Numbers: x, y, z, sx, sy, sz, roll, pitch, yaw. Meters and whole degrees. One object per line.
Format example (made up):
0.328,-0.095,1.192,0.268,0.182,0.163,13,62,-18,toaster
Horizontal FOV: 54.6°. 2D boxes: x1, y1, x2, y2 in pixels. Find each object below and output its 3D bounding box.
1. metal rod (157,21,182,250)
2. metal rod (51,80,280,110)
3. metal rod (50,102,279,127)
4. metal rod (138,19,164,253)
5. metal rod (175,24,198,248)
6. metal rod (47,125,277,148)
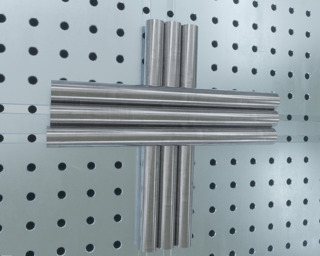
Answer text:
0.012,0.009,0.417,0.025,0.025,0.298,2,89,-20,metal rod
0.022,-0.040,0.394,0.302,0.025,0.025,1,90,-20,metal rod
0.021,-0.015,0.393,0.302,0.025,0.025,1,90,-20,metal rod
-0.011,0.009,0.408,0.025,0.025,0.298,2,89,-20,metal rod
0.036,0.010,0.425,0.025,0.025,0.298,2,89,-20,metal rod
0.017,0.010,0.392,0.302,0.025,0.025,1,90,-20,metal rod
